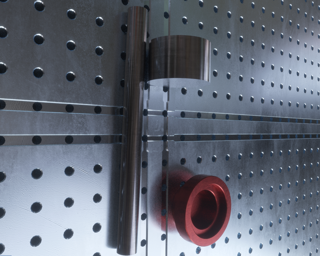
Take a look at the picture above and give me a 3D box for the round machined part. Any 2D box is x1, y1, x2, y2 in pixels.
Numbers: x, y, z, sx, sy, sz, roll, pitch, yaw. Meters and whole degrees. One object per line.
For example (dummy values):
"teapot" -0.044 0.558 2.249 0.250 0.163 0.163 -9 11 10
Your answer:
"round machined part" 0.056 0.115 0.448 0.099 0.042 0.097 0 90 -40

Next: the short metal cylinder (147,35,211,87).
"short metal cylinder" 0.024 -0.082 0.396 0.081 0.080 0.050 2 89 -40

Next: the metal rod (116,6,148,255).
"metal rod" -0.034 0.002 0.382 0.025 0.025 0.298 4 88 -40
